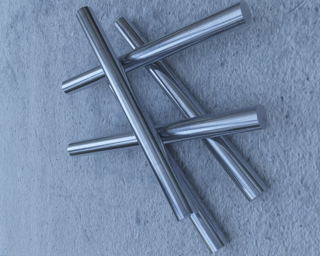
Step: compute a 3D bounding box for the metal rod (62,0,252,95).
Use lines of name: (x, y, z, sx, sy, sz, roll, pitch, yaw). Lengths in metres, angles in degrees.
metal rod: (-0.030, -0.089, 0.397, 0.300, 0.025, 0.025, -12, 83, 39)

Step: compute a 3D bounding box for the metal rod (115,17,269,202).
metal rod: (0.024, -0.040, 0.384, 0.025, 0.025, 0.299, -50, 61, 28)

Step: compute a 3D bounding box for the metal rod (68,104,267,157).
metal rod: (-0.018, 0.011, 0.387, 0.300, 0.025, 0.025, -11, 83, 39)

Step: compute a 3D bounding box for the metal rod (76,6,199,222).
metal rod: (-0.037, -0.033, 0.370, 0.025, 0.025, 0.299, -42, 65, 32)

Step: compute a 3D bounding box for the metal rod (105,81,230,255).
metal rod: (-0.007, 0.022, 0.410, 0.025, 0.025, 0.299, -48, 62, 29)
